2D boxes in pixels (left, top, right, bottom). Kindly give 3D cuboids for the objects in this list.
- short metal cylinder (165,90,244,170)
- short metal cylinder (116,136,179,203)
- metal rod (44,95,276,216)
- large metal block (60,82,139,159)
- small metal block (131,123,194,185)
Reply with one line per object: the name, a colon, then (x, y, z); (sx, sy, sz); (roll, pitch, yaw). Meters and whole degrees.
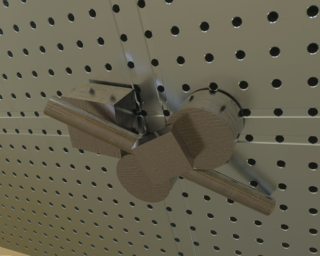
short metal cylinder: (0.052, 0.002, 0.364); (0.080, 0.050, 0.079); (13, 124, 21)
short metal cylinder: (-0.013, 0.056, 0.432); (0.080, 0.050, 0.079); (13, 124, 21)
metal rod: (0.005, 0.037, 0.381); (0.301, 0.025, 0.025); (25, 129, -6)
large metal block: (-0.079, -0.012, 0.422); (0.080, 0.050, 0.079); (10, 123, 22)
small metal block: (0.004, 0.030, 0.349); (0.050, 0.025, 0.050); (-25, 105, 18)
